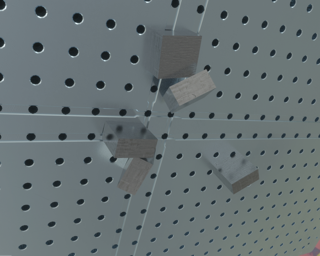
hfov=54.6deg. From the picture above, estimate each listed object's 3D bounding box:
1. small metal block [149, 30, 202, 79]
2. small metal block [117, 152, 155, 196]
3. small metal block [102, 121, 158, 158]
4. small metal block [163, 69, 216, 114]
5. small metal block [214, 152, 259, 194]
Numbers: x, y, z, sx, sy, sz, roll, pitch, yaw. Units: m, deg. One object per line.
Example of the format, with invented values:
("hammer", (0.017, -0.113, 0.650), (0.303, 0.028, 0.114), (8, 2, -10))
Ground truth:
("small metal block", (0.018, -0.087, 0.366), (0.050, 0.025, 0.050), (-7, 122, -25))
("small metal block", (-0.030, 0.051, 0.404), (0.025, 0.050, 0.050), (28, 109, -7))
("small metal block", (-0.038, 0.014, 0.381), (0.050, 0.050, 0.025), (3, 113, -30))
("small metal block", (0.035, -0.044, 0.384), (0.050, 0.050, 0.025), (-27, 87, -11))
("small metal block", (0.125, 0.073, 0.507), (0.050, 0.050, 0.025), (-27, 128, -11))
